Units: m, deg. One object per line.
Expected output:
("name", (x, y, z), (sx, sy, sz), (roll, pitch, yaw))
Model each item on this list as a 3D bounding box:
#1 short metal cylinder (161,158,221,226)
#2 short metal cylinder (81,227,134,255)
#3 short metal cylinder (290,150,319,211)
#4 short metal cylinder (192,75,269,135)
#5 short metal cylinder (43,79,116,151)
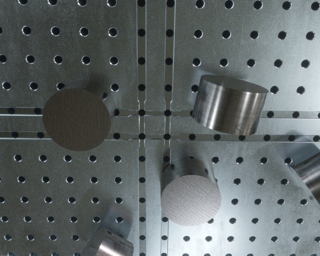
("short metal cylinder", (0.041, 0.089, 0.433), (0.081, 0.050, 0.079), (0, 110, -1))
("short metal cylinder", (-0.083, 0.194, 0.455), (0.050, 0.080, 0.080), (36, 106, -12))
("short metal cylinder", (0.221, 0.074, 0.415), (0.050, 0.080, 0.080), (-33, 107, 11))
("short metal cylinder", (0.083, -0.030, 0.374), (0.081, 0.080, 0.050), (10, 110, -4))
("short metal cylinder", (-0.099, -0.017, 0.392), (0.081, 0.050, 0.079), (0, 110, -1))
